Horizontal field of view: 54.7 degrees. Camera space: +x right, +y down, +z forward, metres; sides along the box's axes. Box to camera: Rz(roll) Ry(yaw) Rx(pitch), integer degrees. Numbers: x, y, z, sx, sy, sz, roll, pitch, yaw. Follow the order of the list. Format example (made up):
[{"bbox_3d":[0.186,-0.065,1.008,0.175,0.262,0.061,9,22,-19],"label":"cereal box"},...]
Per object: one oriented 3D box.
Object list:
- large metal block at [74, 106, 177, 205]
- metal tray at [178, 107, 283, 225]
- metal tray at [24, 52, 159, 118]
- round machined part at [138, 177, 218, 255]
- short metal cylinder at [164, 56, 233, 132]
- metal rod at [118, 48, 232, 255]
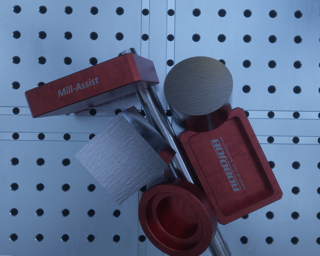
[{"bbox_3d":[-0.040,0.032,0.379,0.080,0.050,0.080,-42,91,18],"label":"large metal block"},{"bbox_3d":[0.091,0.048,0.408,0.090,0.030,0.129,-25,90,0],"label":"metal tray"},{"bbox_3d":[-0.074,-0.047,0.362,0.130,0.090,0.030,-17,92,14],"label":"metal tray"},{"bbox_3d":[0.025,0.108,0.387,0.098,0.042,0.097,8,107,27],"label":"round machined part"},{"bbox_3d":[0.049,-0.041,0.383,0.080,0.050,0.080,-4,66,10],"label":"short metal cylinder"},{"bbox_3d":[0.020,0.035,0.409,0.025,0.025,0.299,-25,90,0],"label":"metal rod"}]
